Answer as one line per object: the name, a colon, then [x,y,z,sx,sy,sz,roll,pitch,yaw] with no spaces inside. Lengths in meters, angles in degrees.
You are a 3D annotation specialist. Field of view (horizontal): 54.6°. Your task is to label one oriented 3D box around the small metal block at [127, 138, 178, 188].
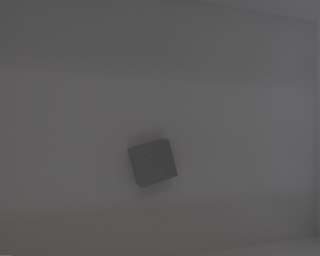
small metal block: [-0.010,0.045,0.407,0.050,0.025,0.050,-16,96,-19]
